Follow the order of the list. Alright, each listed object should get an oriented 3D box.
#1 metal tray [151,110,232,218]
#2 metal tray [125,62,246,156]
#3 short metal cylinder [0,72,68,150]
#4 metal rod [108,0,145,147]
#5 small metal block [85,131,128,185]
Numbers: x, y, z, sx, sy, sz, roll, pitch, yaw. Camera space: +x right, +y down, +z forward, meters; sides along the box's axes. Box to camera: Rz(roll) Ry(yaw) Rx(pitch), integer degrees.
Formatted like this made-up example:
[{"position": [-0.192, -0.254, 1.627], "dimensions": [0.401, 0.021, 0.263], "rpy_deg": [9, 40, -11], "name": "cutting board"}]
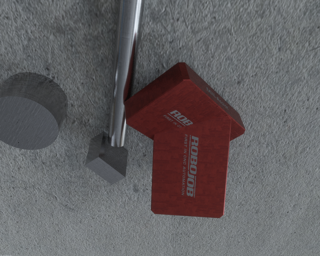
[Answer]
[{"position": [0.037, 0.044, 0.388], "dimensions": [0.091, 0.030, 0.129], "rpy_deg": [3, 100, 3], "name": "metal tray"}, {"position": [0.033, -0.012, 0.378], "dimensions": [0.090, 0.030, 0.130], "rpy_deg": [-33, 135, 25], "name": "metal tray"}, {"position": [-0.157, -0.019, 0.372], "dimensions": [0.081, 0.050, 0.079], "rpy_deg": [0, 130, 0], "name": "short metal cylinder"}, {"position": [-0.034, -0.095, 0.326], "dimensions": [0.025, 0.025, 0.298], "rpy_deg": [7, 130, -6], "name": "metal rod"}, {"position": [-0.072, 0.041, 0.425], "dimensions": [0.025, 0.050, 0.050], "rpy_deg": [-31, 124, 23], "name": "small metal block"}]
